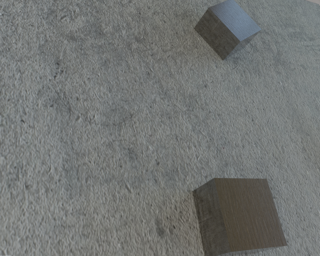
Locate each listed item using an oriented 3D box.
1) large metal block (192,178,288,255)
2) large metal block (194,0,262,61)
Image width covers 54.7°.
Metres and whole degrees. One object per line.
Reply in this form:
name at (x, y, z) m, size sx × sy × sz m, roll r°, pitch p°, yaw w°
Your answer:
large metal block at (0.093, 0.107, 0.372) m, size 0.081 × 0.050 × 0.080 m, roll 5°, pitch 59°, yaw -26°
large metal block at (0.124, -0.181, 0.564) m, size 0.080 × 0.050 × 0.081 m, roll 50°, pitch 51°, yaw 6°
